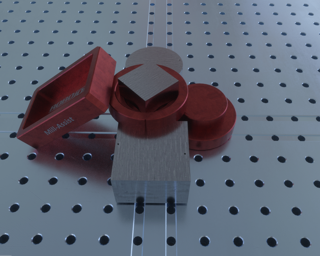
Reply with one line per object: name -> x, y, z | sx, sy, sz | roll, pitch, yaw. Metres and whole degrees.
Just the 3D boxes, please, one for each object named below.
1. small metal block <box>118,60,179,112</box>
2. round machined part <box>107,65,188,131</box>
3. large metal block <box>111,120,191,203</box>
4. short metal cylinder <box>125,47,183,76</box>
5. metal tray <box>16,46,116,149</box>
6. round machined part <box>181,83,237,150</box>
small metal block -> -0.014, -0.048, 0.368 | 0.050, 0.025, 0.050 | -34, 58, -25
round machined part -> -0.015, -0.033, 0.386 | 0.099, 0.042, 0.098 | 0, 50, 0
large metal block -> -0.009, 0.038, 0.355 | 0.080, 0.050, 0.080 | 1, 50, 0
short metal cylinder -> -0.008, -0.074, 0.453 | 0.080, 0.050, 0.080 | 0, 50, 0
metal tray -> -0.117, -0.036, 0.387 | 0.130, 0.030, 0.090 | -25, 43, 28
round machined part -> 0.053, -0.022, 0.414 | 0.099, 0.042, 0.098 | 0, 50, 0
